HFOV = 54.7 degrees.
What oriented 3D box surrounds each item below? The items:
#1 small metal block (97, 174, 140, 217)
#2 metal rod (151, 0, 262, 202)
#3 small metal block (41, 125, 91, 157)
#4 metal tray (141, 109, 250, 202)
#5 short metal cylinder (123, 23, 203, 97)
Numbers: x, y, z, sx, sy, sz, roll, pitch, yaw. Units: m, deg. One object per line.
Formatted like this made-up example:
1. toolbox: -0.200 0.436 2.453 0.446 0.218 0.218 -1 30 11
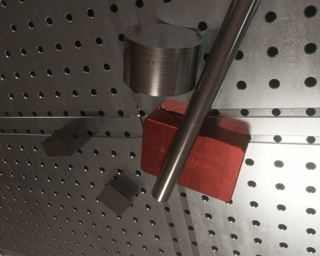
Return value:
1. small metal block: -0.070 0.113 0.516 0.050 0.025 0.050 39 129 1
2. metal rod: 0.048 -0.035 0.334 0.025 0.025 0.298 27 119 11
3. small metal block: -0.145 0.020 0.482 0.050 0.050 0.025 -5 116 30
4. metal tray: 0.041 0.036 0.407 0.130 0.030 0.089 18 125 17
5. short metal cylinder: 0.002 -0.074 0.328 0.080 0.080 0.050 18 125 17
